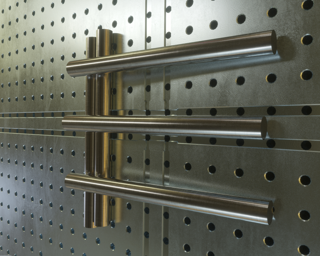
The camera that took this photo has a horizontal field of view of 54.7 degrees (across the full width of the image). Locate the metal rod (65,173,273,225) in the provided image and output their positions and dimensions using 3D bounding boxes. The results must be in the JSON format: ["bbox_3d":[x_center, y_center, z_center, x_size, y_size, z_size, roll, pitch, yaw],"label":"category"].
[{"bbox_3d":[-0.013,0.084,0.399,0.300,0.025,0.025,1,91,33],"label":"metal rod"}]

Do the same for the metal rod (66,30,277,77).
[{"bbox_3d":[-0.010,-0.089,0.396,0.300,0.025,0.025,1,91,33],"label":"metal rod"}]

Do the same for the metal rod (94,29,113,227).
[{"bbox_3d":[-0.088,0.000,0.478,0.025,0.025,0.298,1,91,39],"label":"metal rod"}]

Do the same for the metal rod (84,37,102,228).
[{"bbox_3d":[-0.107,0.007,0.494,0.025,0.025,0.298,1,91,39],"label":"metal rod"}]

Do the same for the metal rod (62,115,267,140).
[{"bbox_3d":[-0.018,-0.004,0.402,0.300,0.025,0.025,2,91,33],"label":"metal rod"}]
